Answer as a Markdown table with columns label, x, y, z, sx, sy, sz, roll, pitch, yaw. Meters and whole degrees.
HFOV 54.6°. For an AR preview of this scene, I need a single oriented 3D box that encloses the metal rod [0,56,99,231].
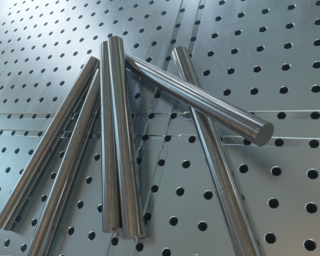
| label | x | y | z | sx | sy | sz | roll | pitch | yaw |
| --- | --- | --- | --- | --- | --- | --- | --- | --- | --- |
| metal rod | -0.170 | 0.012 | 0.491 | 0.025 | 0.025 | 0.300 | 11 | 67 | 33 |

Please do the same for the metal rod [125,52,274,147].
| label | x | y | z | sx | sy | sz | roll | pitch | yaw |
| --- | --- | --- | --- | --- | --- | --- | --- | --- | --- |
| metal rod | 0.018 | -0.055 | 0.404 | 0.025 | 0.025 | 0.300 | -48 | 43 | -5 |

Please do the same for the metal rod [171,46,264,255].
| label | x | y | z | sx | sy | sz | roll | pitch | yaw |
| --- | --- | --- | --- | --- | --- | --- | --- | --- | --- |
| metal rod | 0.057 | 0.007 | 0.374 | 0.025 | 0.025 | 0.300 | -24 | 53 | 14 |

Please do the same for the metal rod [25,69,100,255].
| label | x | y | z | sx | sy | sz | roll | pitch | yaw |
| --- | --- | --- | --- | --- | --- | --- | --- | --- | --- |
| metal rod | -0.127 | 0.041 | 0.451 | 0.025 | 0.025 | 0.300 | -1 | 61 | 28 |

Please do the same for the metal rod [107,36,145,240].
| label | x | y | z | sx | sy | sz | roll | pitch | yaw |
| --- | --- | --- | --- | --- | --- | --- | --- | --- | --- |
| metal rod | -0.050 | -0.007 | 0.420 | 0.025 | 0.025 | 0.299 | -19 | 60 | 17 |

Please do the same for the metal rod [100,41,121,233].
| label | x | y | z | sx | sy | sz | roll | pitch | yaw |
| --- | --- | --- | --- | --- | --- | --- | --- | --- | --- |
| metal rod | -0.071 | -0.008 | 0.440 | 0.025 | 0.025 | 0.299 | -18 | 58 | 18 |
